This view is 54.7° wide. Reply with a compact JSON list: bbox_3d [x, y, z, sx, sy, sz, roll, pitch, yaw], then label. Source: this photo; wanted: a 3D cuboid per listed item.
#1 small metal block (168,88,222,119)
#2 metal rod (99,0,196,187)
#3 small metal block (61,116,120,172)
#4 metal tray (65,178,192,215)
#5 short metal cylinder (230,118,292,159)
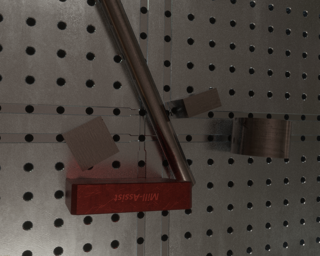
[{"bbox_3d":[0.046,-0.033,0.418,0.050,0.050,0.025,-20,97,-19],"label":"small metal block"},{"bbox_3d":[-0.019,-0.057,0.406,0.025,0.025,0.299,-26,99,-18],"label":"metal rod"},{"bbox_3d":[-0.086,0.018,0.382,0.050,0.025,0.050,-29,100,-18],"label":"small metal block"},{"bbox_3d":[-0.039,0.076,0.362,0.131,0.090,0.030,3,83,-20],"label":"metal tray"},{"bbox_3d":[0.142,0.014,0.437,0.081,0.080,0.050,5,89,-20],"label":"short metal cylinder"}]
